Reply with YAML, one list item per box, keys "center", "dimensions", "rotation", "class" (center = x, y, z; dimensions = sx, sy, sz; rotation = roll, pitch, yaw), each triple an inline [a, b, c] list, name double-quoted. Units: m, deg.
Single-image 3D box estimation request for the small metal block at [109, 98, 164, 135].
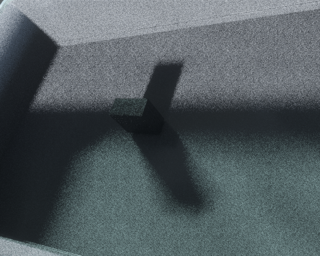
- center: [-0.030, -0.015, 0.409]
  dimensions: [0.050, 0.050, 0.025]
  rotation: [3, 63, 29]
  class: "small metal block"
